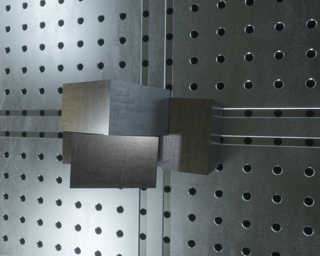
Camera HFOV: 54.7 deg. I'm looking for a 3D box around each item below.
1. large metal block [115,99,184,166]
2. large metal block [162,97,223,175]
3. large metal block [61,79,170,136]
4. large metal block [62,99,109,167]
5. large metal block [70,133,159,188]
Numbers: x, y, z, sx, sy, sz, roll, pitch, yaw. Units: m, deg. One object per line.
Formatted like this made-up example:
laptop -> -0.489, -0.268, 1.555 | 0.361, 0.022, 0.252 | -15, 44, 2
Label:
large metal block -> -0.015, 0.005, 0.401 | 0.080, 0.050, 0.079 | 3, 91, 19
large metal block -> 0.042, 0.008, 0.368 | 0.050, 0.080, 0.079 | 4, 92, 20
large metal block -> -0.047, -0.019, 0.331 | 0.080, 0.081, 0.050 | 3, 91, 42
large metal block -> -0.082, 0.005, 0.411 | 0.050, 0.080, 0.079 | 2, 91, 20
large metal block -> -0.051, 0.031, 0.329 | 0.081, 0.080, 0.050 | 3, 91, -14
